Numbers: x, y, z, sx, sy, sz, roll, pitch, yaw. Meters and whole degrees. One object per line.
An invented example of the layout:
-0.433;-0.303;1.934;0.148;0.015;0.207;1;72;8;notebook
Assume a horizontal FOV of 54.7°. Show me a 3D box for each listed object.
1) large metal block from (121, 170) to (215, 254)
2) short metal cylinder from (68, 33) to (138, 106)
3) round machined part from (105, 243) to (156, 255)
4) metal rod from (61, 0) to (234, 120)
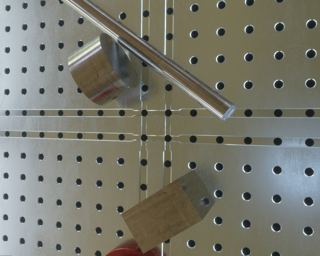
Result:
0.013;0.098;0.378;0.080;0.080;0.050;-35;79;16;large metal block
-0.073;-0.076;0.408;0.050;0.080;0.080;-28;81;18;short metal cylinder
-0.043;0.212;0.418;0.098;0.042;0.097;0;90;19;round machined part
-0.029;-0.110;0.421;0.300;0.025;0.025;39;102;15;metal rod
